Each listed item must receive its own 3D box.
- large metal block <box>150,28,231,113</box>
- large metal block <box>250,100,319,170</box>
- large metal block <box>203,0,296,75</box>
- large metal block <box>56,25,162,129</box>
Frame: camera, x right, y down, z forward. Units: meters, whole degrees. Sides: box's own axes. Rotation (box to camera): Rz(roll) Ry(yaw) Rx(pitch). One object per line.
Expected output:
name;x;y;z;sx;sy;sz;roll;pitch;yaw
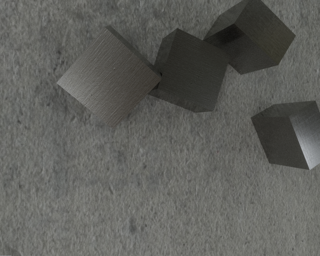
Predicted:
large metal block;0.036;-0.072;0.410;0.081;0.050;0.080;20;83;-20
large metal block;0.191;0.009;0.452;0.050;0.080;0.080;-28;100;-18
large metal block;0.119;-0.123;0.425;0.080;0.080;0.050;37;78;-17
large metal block;-0.056;-0.060;0.360;0.080;0.050;0.080;41;103;-16
